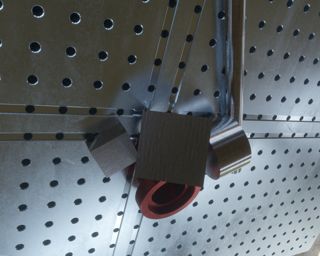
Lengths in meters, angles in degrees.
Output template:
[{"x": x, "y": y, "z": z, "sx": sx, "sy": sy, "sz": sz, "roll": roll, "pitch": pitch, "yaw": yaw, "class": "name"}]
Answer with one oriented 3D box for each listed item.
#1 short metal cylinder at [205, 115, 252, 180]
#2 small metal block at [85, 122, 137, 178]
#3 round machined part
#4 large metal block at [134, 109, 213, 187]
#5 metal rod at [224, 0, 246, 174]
[{"x": 0.084, "y": 0.027, "z": 0.440, "sx": 0.050, "sy": 0.080, "sz": 0.080, "roll": -23, "pitch": 127, "yaw": -15, "class": "short metal cylinder"}, {"x": -0.060, "y": 0.029, "z": 0.398, "sx": 0.050, "sy": 0.025, "sz": 0.050, "roll": -30, "pitch": 129, "yaw": -10, "class": "small metal block"}, {"x": 0.009, "y": 0.084, "z": 0.453, "sx": 0.099, "sy": 0.042, "sz": 0.097, "roll": -18, "pitch": 134, "yaw": -19, "class": "round machined part"}, {"x": 0.018, "y": 0.022, "z": 0.380, "sx": 0.080, "sy": 0.050, "sz": 0.079, "roll": 8, "pitch": 93, "yaw": 6, "class": "large metal block"}, {"x": 0.106, "y": -0.051, "z": 0.439, "sx": 0.025, "sy": 0.025, "sz": 0.298, "roll": -21, "pitch": 127, "yaw": -16, "class": "metal rod"}]
